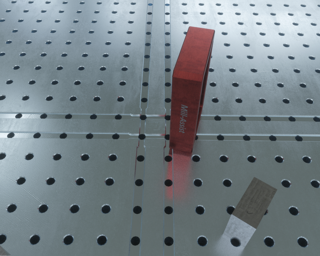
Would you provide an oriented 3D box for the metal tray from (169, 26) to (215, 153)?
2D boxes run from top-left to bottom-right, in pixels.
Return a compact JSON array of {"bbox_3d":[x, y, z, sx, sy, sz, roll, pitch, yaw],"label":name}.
[{"bbox_3d":[0.037,-0.043,0.376,0.030,0.129,0.090,11,51,9],"label":"metal tray"}]

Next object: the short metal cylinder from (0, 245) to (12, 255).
[{"bbox_3d":[-0.164,0.143,0.269,0.081,0.050,0.080,0,50,0],"label":"short metal cylinder"}]

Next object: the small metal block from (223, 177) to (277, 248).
[{"bbox_3d":[0.092,0.087,0.319,0.025,0.050,0.050,29,56,22],"label":"small metal block"}]
